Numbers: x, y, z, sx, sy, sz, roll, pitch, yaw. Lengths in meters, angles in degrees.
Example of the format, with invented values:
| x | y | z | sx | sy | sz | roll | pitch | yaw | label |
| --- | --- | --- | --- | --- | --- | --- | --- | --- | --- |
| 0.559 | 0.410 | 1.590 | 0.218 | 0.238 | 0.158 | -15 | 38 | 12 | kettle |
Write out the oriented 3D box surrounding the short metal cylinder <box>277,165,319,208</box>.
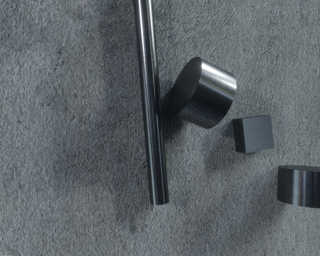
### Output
| x | y | z | sx | sy | sz | roll | pitch | yaw | label |
| --- | --- | --- | --- | --- | --- | --- | --- | --- | --- |
| 0.219 | 0.085 | 0.463 | 0.081 | 0.080 | 0.050 | 3 | 89 | -20 | short metal cylinder |

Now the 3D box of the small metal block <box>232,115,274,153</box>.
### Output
| x | y | z | sx | sy | sz | roll | pitch | yaw | label |
| --- | --- | --- | --- | --- | --- | --- | --- | --- | --- |
| 0.139 | 0.008 | 0.462 | 0.050 | 0.025 | 0.050 | -8 | 93 | -20 | small metal block |

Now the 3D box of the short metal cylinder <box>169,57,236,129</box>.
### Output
| x | y | z | sx | sy | sz | roll | pitch | yaw | label |
| --- | --- | --- | --- | --- | --- | --- | --- | --- | --- |
| 0.053 | -0.045 | 0.400 | 0.050 | 0.080 | 0.080 | 22 | 83 | -19 | short metal cylinder |

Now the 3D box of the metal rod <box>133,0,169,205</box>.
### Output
| x | y | z | sx | sy | sz | roll | pitch | yaw | label |
| --- | --- | --- | --- | --- | --- | --- | --- | --- | --- |
| -0.013 | -0.050 | 0.405 | 0.025 | 0.025 | 0.298 | -5 | 92 | -20 | metal rod |
